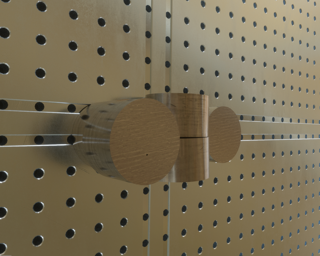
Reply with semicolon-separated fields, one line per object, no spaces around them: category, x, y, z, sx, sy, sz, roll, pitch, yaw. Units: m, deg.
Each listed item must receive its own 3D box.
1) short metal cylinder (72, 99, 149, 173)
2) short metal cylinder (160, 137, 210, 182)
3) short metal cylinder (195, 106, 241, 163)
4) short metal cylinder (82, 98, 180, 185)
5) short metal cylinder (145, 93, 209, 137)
short metal cylinder;-0.050;0.009;0.350;0.081;0.050;0.079;0;90;-40
short metal cylinder;0.022;0.036;0.391;0.081;0.080;0.050;-2;91;-40
short metal cylinder;0.074;0.009;0.453;0.081;0.050;0.079;0;90;-40
short metal cylinder;-0.027;0.012;0.303;0.081;0.050;0.079;0;90;-40
short metal cylinder;0.021;-0.015;0.391;0.081;0.080;0.050;1;90;-40
